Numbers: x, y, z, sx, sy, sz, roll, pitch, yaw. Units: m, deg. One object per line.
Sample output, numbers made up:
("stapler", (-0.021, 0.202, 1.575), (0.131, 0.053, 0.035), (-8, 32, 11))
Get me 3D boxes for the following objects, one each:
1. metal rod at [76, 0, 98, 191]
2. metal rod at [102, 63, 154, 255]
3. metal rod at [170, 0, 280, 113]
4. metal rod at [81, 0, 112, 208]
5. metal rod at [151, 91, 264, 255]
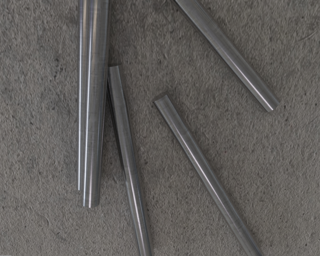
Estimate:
("metal rod", (-0.091, -0.056, 0.388), (0.025, 0.025, 0.298), (5, 110, -2))
("metal rod", (-0.040, 0.062, 0.431), (0.025, 0.025, 0.298), (-7, 110, 2))
("metal rod", (0.043, -0.132, 0.361), (0.025, 0.025, 0.300), (-41, 105, 13))
("metal rod", (-0.077, -0.038, 0.371), (0.025, 0.025, 0.298), (6, 110, -2))
("metal rod", (0.075, 0.081, 0.439), (0.025, 0.025, 0.299), (-29, 108, 10))
